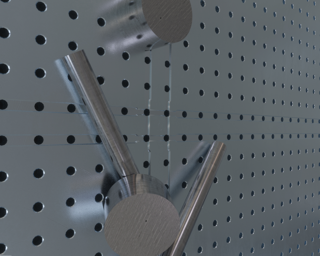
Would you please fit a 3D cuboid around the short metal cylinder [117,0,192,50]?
[{"bbox_3d":[-0.006,-0.142,0.388,0.081,0.050,0.079,0,90,-40],"label":"short metal cylinder"}]

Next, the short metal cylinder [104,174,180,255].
[{"bbox_3d":[-0.022,0.099,0.351,0.081,0.050,0.079,-3,105,-10],"label":"short metal cylinder"}]

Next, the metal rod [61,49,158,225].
[{"bbox_3d":[-0.039,0.052,0.376,0.025,0.025,0.299,-35,112,-34],"label":"metal rod"}]

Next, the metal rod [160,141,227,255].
[{"bbox_3d":[0.028,0.134,0.403,0.025,0.025,0.301,52,50,-27],"label":"metal rod"}]
